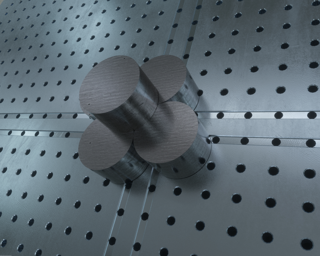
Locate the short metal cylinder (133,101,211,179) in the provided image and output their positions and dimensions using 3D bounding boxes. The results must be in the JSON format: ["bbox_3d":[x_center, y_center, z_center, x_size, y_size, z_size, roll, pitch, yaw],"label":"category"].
[{"bbox_3d":[0.016,0.015,0.373,0.080,0.050,0.080,-13,56,20],"label":"short metal cylinder"}]

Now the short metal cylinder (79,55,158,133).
[{"bbox_3d":[-0.049,-0.040,0.374,0.080,0.050,0.080,-12,58,20],"label":"short metal cylinder"}]

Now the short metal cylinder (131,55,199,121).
[{"bbox_3d":[0.007,-0.051,0.418,0.080,0.050,0.080,-13,56,20],"label":"short metal cylinder"}]

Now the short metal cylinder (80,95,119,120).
[{"bbox_3d":[-0.067,-0.039,0.449,0.080,0.050,0.080,-13,56,20],"label":"short metal cylinder"}]

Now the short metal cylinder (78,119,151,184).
[{"bbox_3d":[-0.058,0.026,0.404,0.080,0.050,0.080,-13,56,20],"label":"short metal cylinder"}]
